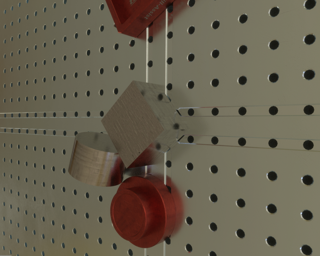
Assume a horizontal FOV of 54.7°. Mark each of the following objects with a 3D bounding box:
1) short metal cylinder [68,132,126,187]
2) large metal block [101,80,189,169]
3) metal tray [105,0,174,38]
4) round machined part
[{"bbox_3d":[-0.086,0.043,0.444,0.080,0.081,0.050,26,106,37],"label":"short metal cylinder"},{"bbox_3d":[-0.022,-0.004,0.411,0.080,0.050,0.080,-46,62,30],"label":"large metal block"},{"bbox_3d":[-0.019,-0.199,0.421,0.130,0.030,0.090,-34,69,34],"label":"metal tray"},{"bbox_3d":[-0.030,0.115,0.423,0.098,0.042,0.097,0,90,40],"label":"round machined part"}]
